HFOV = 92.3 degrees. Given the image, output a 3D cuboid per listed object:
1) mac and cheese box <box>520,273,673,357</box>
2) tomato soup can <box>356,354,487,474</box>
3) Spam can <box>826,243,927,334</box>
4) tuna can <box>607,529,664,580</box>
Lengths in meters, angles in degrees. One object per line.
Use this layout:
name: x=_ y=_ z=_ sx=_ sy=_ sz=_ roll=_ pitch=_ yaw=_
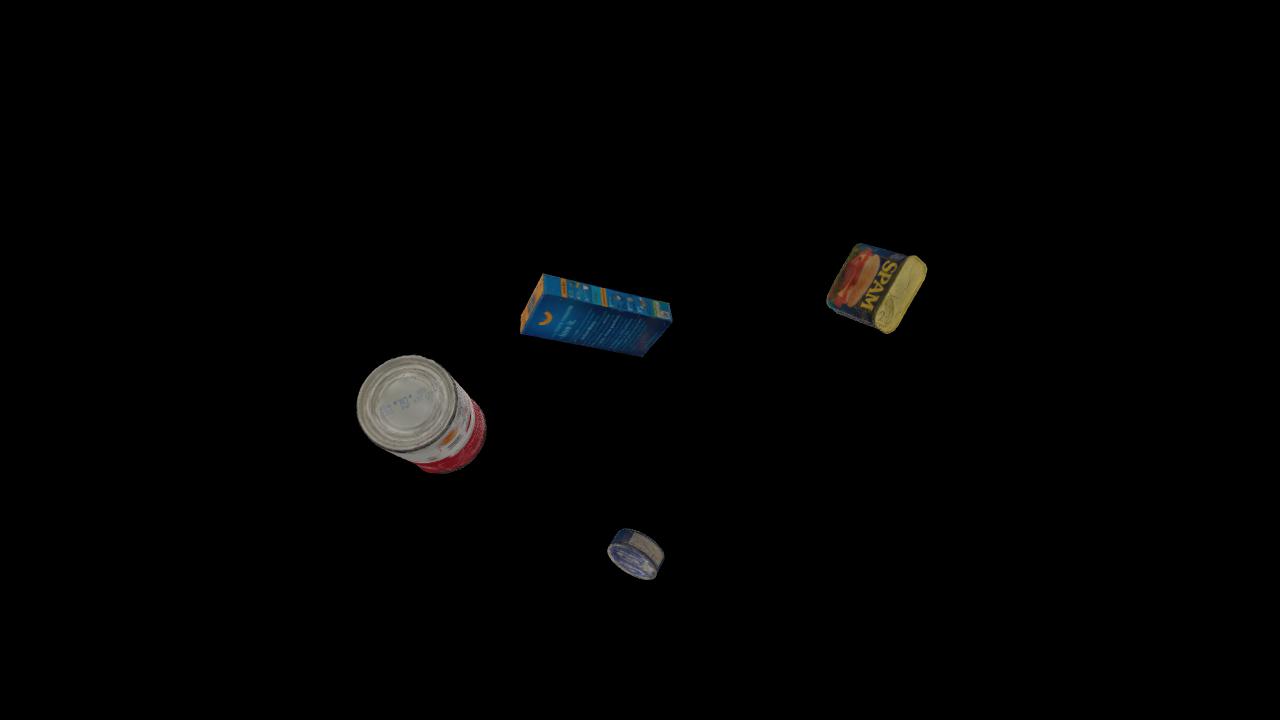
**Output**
mac and cheese box: x=-0.059 y=-0.056 z=0.831 sx=0.184 sy=0.041 sz=0.093 roll=11 pitch=-37 yaw=-26
tomato soup can: x=-0.155 y=0.043 z=0.449 sx=0.068 sy=0.068 sz=0.101 roll=0 pitch=-18 yaw=-3
Spam can: x=0.308 y=-0.096 z=0.808 sx=0.058 sy=0.101 sz=0.085 roll=24 pitch=7 yaw=-40
tuna can: x=-0.006 y=0.295 z=0.936 sx=0.084 sy=0.084 sz=0.034 roll=0 pitch=39 yaw=35
